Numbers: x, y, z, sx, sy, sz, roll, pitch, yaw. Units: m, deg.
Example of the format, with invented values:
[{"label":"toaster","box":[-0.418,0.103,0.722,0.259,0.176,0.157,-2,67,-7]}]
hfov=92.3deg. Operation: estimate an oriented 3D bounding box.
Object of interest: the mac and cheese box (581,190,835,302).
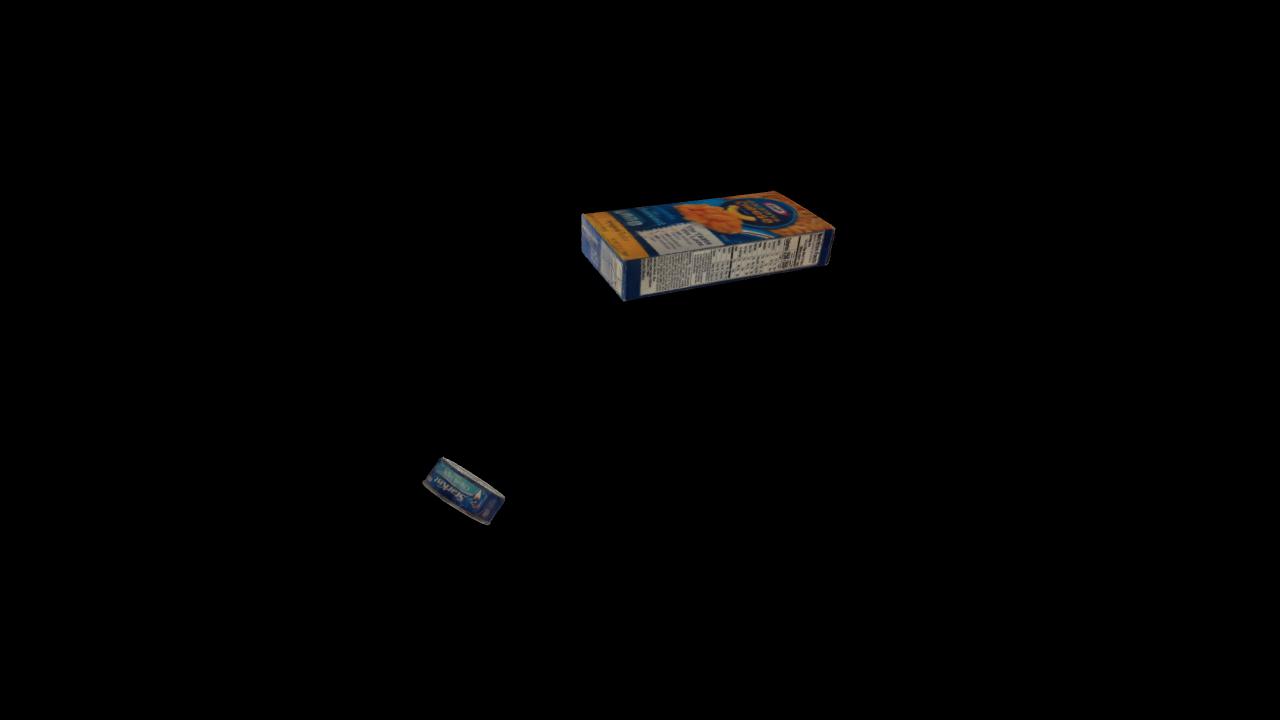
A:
[{"label":"mac and cheese box","box":[0.054,-0.097,0.500,0.184,0.041,0.093,-13,37,-20]}]

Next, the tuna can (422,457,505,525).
[{"label":"tuna can","box":[-0.186,0.139,0.654,0.084,0.034,0.084,32,-14,9]}]
